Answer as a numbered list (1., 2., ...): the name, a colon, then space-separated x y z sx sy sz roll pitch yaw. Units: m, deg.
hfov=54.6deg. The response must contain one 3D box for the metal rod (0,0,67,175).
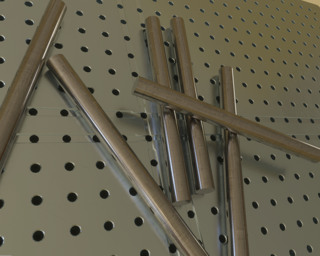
1. metal rod: -0.156 -0.046 0.352 0.025 0.025 0.300 18 55 -18

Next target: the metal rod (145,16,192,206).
1. metal rod: 0.006 -0.042 0.436 0.025 0.025 0.299 6 59 -25

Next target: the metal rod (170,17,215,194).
1. metal rod: 0.043 -0.051 0.461 0.025 0.025 0.299 8 58 -24

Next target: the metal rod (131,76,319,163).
1. metal rod: 0.105 -0.006 0.433 0.302 0.025 0.025 19 54 -17

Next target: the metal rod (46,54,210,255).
1. metal rod: -0.042 0.034 0.364 0.025 0.025 0.300 -30 78 -38

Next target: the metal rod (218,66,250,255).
1. metal rod: 0.102 0.029 0.444 0.025 0.025 0.300 17 55 -19
